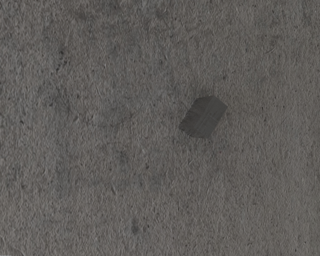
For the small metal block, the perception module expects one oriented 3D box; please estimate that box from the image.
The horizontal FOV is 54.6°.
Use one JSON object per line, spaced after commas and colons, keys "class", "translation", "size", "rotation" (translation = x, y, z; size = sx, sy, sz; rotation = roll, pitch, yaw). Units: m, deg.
{"class": "small metal block", "translation": [0.056, -0.014, 0.416], "size": [0.025, 0.050, 0.050], "rotation": [37, 78, -17]}
